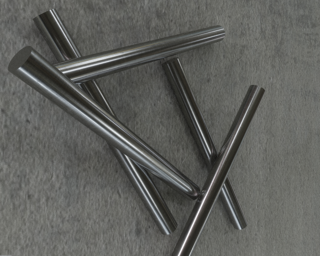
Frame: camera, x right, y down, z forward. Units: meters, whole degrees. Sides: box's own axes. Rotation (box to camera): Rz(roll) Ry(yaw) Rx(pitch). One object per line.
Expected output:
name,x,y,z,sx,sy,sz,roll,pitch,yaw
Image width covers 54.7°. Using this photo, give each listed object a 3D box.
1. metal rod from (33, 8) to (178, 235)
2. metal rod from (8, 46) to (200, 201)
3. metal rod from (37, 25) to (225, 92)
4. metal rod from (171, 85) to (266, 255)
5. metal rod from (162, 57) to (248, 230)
metal rod,-0.052,0.010,0.362,0.025,0.025,0.299,-42,115,-32
metal rod,-0.030,0.020,0.341,0.300,0.025,0.025,44,63,-45
metal rod,-0.007,-0.095,0.380,0.302,0.025,0.025,-28,108,-43
metal rod,0.083,0.072,0.448,0.025,0.025,0.299,34,78,-35
metal rod,0.075,0.036,0.469,0.025,0.025,0.299,-40,115,-33
